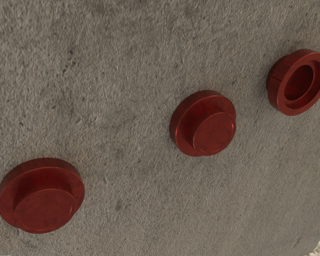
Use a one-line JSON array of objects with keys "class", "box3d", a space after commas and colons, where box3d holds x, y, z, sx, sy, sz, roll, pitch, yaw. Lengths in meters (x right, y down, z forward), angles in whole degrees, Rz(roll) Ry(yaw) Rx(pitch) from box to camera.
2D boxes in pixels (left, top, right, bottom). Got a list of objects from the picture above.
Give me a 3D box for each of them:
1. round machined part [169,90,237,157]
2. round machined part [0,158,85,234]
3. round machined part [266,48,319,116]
[{"class": "round machined part", "box3d": [0.066, 0.000, 0.432, 0.099, 0.042, 0.097, -14, 124, -21]}, {"class": "round machined part", "box3d": [-0.140, 0.088, 0.374, 0.099, 0.042, 0.097, -14, 124, -21]}, {"class": "round machined part", "box3d": [0.199, -0.070, 0.461, 0.099, 0.042, 0.097, -14, 124, -21]}]
